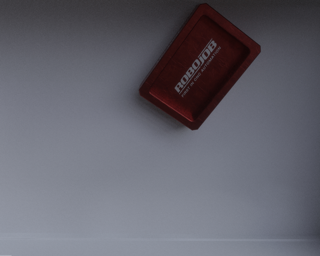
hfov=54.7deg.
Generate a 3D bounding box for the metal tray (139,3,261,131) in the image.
[{"bbox_3d":[0.046,-0.073,0.382,0.090,0.030,0.129,34,106,-12],"label":"metal tray"}]
